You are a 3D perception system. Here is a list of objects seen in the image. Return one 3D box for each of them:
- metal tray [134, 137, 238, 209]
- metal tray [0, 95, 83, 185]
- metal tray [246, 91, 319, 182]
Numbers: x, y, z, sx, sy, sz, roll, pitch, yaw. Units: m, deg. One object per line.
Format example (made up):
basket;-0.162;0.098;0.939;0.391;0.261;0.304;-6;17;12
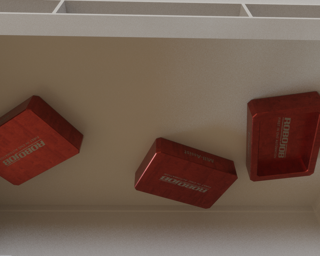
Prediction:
metal tray;0.038;0.072;0.468;0.131;0.030;0.089;19;128;-16
metal tray;-0.183;0.022;0.422;0.130;0.030;0.090;-27;126;21
metal tray;0.167;0.016;0.422;0.090;0.030;0.129;-7;130;6
